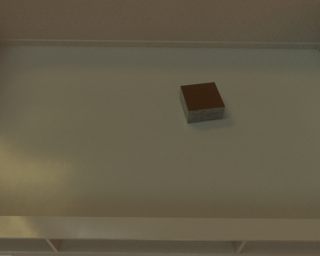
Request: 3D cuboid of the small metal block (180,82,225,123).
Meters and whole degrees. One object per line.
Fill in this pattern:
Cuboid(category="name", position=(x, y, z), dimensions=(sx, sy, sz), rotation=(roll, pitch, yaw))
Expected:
Cuboid(category="small metal block", position=(0.058, -0.036, 0.436), dimensions=(0.050, 0.025, 0.050), rotation=(-7, 51, -7))
